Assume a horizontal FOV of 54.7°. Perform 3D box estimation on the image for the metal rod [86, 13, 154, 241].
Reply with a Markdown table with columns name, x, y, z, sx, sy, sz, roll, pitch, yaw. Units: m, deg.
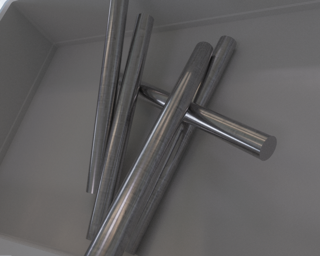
| name | x | y | z | sx | sy | sz | roll | pitch | yaw |
| --- | --- | --- | --- | --- | --- | --- | --- | --- | --- |
| metal rod | -0.048 | -0.011 | 0.400 | 0.025 | 0.025 | 0.299 | 3 | 75 | 29 |

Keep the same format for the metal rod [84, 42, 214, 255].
| name | x | y | z | sx | sy | sz | roll | pitch | yaw |
| --- | --- | --- | --- | --- | --- | --- | --- | --- | --- |
| metal rod | 0.007 | -0.003 | 0.313 | 0.025 | 0.025 | 0.301 | -1 | 42 | 28 |

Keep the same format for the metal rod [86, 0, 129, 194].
| name | x | y | z | sx | sy | sz | roll | pitch | yaw |
| --- | --- | --- | --- | --- | --- | --- | --- | --- | --- |
| metal rod | -0.067 | -0.065 | 0.412 | 0.025 | 0.025 | 0.298 | 4 | 85 | 30 |

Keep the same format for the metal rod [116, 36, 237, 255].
| name | x | y | z | sx | sy | sz | roll | pitch | yaw |
| --- | --- | --- | --- | --- | --- | --- | --- | --- | --- |
| metal rod | 0.028 | 0.008 | 0.386 | 0.025 | 0.025 | 0.300 | 16 | 70 | 34 |

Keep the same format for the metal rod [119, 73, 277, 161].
| name | x | y | z | sx | sy | sz | roll | pitch | yaw |
| --- | --- | --- | --- | --- | --- | --- | --- | --- | --- |
| metal rod | 0.010 | -0.033 | 0.392 | 0.025 | 0.025 | 0.300 | -51 | 43 | -8 |
